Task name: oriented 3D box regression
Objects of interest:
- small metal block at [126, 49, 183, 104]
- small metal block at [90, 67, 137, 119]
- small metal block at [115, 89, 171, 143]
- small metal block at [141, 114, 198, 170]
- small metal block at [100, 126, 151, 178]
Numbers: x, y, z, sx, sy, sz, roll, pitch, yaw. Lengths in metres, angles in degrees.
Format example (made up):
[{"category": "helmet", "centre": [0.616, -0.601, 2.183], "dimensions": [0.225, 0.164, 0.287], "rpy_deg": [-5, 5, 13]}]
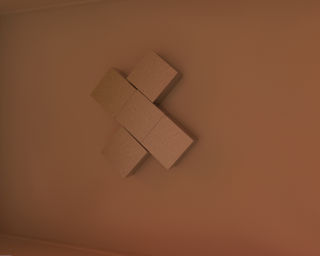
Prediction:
[{"category": "small metal block", "centre": [-0.007, -0.067, 0.410], "dimensions": [0.050, 0.025, 0.050], "rpy_deg": [43, 102, 14]}, {"category": "small metal block", "centre": [-0.060, -0.048, 0.429], "dimensions": [0.050, 0.025, 0.050], "rpy_deg": [43, 103, 15]}, {"category": "small metal block", "centre": [-0.023, -0.015, 0.416], "dimensions": [0.050, 0.025, 0.050], "rpy_deg": [43, 103, 15]}, {"category": "small metal block", "centre": [0.012, 0.018, 0.404], "dimensions": [0.050, 0.025, 0.050], "rpy_deg": [43, 103, 15]}, {"category": "small metal block", "centre": [-0.045, 0.032, 0.425], "dimensions": [0.050, 0.025, 0.050], "rpy_deg": [45, 104, 14]}]
